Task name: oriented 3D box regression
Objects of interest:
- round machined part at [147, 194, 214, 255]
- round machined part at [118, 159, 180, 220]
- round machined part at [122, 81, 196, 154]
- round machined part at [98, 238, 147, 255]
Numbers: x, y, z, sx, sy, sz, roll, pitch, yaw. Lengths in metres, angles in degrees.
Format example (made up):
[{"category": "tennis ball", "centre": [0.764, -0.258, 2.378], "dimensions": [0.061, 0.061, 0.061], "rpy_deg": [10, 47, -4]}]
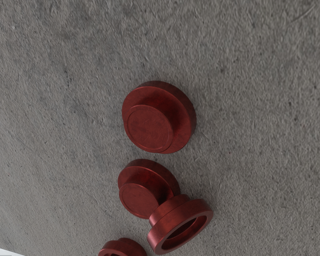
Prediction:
[{"category": "round machined part", "centre": [0.024, 0.131, 0.439], "dimensions": [0.042, 0.099, 0.097], "rpy_deg": [52, 137, 33]}, {"category": "round machined part", "centre": [-0.022, 0.099, 0.469], "dimensions": [0.098, 0.042, 0.097], "rpy_deg": [13, 124, 21]}, {"category": "round machined part", "centre": [-0.007, -0.007, 0.395], "dimensions": [0.098, 0.042, 0.097], "rpy_deg": [13, 124, 21]}, {"category": "round machined part", "centre": [-0.063, 0.246, 0.582], "dimensions": [0.098, 0.042, 0.097], "rpy_deg": [13, 124, 21]}]
